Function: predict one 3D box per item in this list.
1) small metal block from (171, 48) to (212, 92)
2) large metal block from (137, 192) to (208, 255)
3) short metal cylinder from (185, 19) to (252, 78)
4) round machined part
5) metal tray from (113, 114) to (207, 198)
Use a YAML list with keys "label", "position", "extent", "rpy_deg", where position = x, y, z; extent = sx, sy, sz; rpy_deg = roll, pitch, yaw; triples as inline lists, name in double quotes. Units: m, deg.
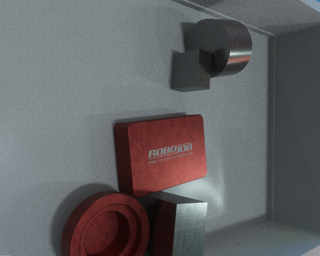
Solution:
- label: "small metal block"
  position: [0.043, -0.078, 0.428]
  extent: [0.025, 0.050, 0.050]
  rpy_deg: [8, 85, -40]
- label: "large metal block"
  position: [0.008, 0.125, 0.380]
  extent: [0.050, 0.080, 0.080]
  rpy_deg: [9, 84, -40]
- label: "short metal cylinder"
  position: [0.083, -0.113, 0.442]
  extent: [0.050, 0.080, 0.079]
  rpy_deg: [-15, 100, -39]
- label: "round machined part"
  position: [-0.063, 0.118, 0.344]
  extent: [0.099, 0.042, 0.097]
  rpy_deg: [-1, 91, -40]
- label: "metal tray"
  position: [0.005, 0.032, 0.410]
  extent: [0.131, 0.030, 0.089]
  rpy_deg: [-8, 95, -40]
